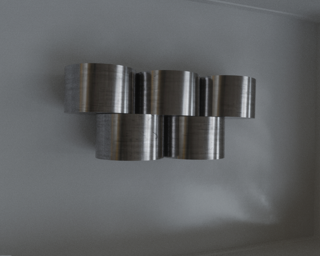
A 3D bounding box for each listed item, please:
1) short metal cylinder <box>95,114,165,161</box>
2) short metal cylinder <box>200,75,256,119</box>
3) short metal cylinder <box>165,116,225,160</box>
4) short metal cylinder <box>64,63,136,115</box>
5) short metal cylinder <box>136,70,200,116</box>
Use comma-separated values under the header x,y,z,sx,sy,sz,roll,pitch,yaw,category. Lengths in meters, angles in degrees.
x,y,z,sx,sy,sz,roll,pitch,yaw,category
-0.035,0.010,0.366,0.081,0.080,0.050,1,90,-20,short metal cylinder
0.085,-0.038,0.410,0.081,0.080,0.050,2,90,-20,short metal cylinder
0.042,0.011,0.395,0.081,0.080,0.050,1,90,-20,short metal cylinder
-0.068,-0.041,0.354,0.081,0.080,0.050,1,90,-20,short metal cylinder
0.009,-0.039,0.382,0.081,0.080,0.050,1,90,-20,short metal cylinder
